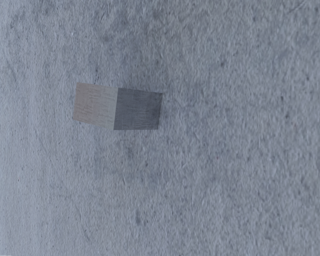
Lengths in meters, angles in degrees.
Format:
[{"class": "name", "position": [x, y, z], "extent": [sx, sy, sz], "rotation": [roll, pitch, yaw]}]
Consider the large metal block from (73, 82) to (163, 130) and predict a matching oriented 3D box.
[{"class": "large metal block", "position": [-0.056, -0.029, 0.413], "extent": [0.080, 0.081, 0.050], "rotation": [12, 98, 39]}]
